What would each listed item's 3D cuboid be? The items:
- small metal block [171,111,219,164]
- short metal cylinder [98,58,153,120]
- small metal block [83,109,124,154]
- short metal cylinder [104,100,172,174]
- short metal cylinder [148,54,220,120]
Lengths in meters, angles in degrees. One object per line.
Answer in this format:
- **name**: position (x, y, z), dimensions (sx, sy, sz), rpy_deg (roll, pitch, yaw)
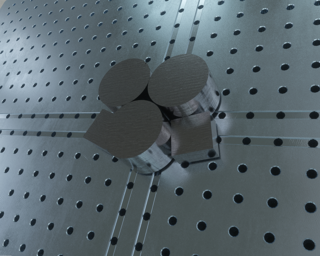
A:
- **small metal block**: position (0.042, 0.012, 0.375), dimensions (0.050, 0.025, 0.050), rpy_deg (-13, 56, 21)
- **short metal cylinder**: position (-0.039, -0.051, 0.439), dimensions (0.080, 0.050, 0.080), rpy_deg (-13, 56, 21)
- **small metal block**: position (-0.072, 0.006, 0.438), dimensions (0.050, 0.025, 0.050), rpy_deg (23, 74, 36)
- **short metal cylinder**: position (-0.023, 0.012, 0.393), dimensions (0.080, 0.050, 0.080), rpy_deg (-13, 56, 21)
- **short metal cylinder**: position (0.031, -0.048, 0.401), dimensions (0.080, 0.050, 0.080), rpy_deg (-13, 56, 21)
